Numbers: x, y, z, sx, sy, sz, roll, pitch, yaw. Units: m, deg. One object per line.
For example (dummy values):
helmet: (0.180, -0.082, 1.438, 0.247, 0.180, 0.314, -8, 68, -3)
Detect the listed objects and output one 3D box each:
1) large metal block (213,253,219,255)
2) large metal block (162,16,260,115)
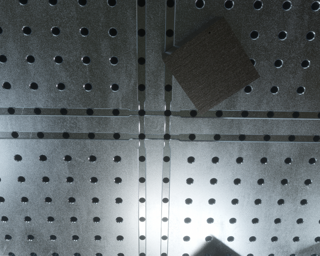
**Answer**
large metal block: (0.096, 0.265, 0.499, 0.080, 0.050, 0.080, 38, 105, -13)
large metal block: (0.059, -0.076, 0.373, 0.080, 0.050, 0.080, -34, 107, 11)
